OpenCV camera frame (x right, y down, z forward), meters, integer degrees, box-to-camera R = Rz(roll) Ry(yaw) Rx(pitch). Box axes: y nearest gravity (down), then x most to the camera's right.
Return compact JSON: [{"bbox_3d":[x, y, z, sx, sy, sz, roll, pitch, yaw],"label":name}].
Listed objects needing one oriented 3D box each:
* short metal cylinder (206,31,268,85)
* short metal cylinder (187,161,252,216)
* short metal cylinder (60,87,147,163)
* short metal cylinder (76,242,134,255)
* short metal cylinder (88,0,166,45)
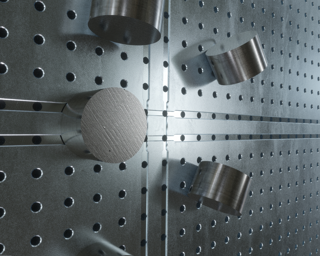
[{"bbox_3d":[0.117,-0.107,0.474,0.080,0.080,0.050,-43,116,-32],"label":"short metal cylinder"},{"bbox_3d":[0.086,0.088,0.448,0.080,0.080,0.050,37,67,-34],"label":"short metal cylinder"},{"bbox_3d":[-0.062,-0.003,0.343,0.081,0.050,0.079,0,90,-40],"label":"short metal cylinder"},{"bbox_3d":[-0.059,0.175,0.345,0.081,0.050,0.079,0,90,-40],"label":"short metal cylinder"},{"bbox_3d":[-0.036,-0.131,0.345,0.081,0.080,0.050,11,83,-40],"label":"short metal cylinder"}]
